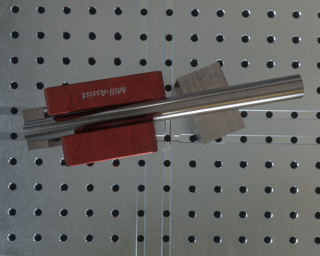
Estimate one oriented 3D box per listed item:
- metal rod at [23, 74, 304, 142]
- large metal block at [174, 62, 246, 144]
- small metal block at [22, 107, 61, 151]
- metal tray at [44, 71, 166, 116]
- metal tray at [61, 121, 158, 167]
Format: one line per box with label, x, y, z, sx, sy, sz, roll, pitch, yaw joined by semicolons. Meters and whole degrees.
metal rod;-0.005;-0.019;0.338;0.301;0.025;0.025;-9;90;9
large metal block;0.057;-0.028;0.386;0.050;0.080;0.080;-23;90;0
small metal block;-0.150;0.001;0.399;0.025;0.050;0.050;-8;90;0
metal tray;-0.061;-0.039;0.379;0.131;0.090;0.030;-9;91;-1
metal tray;-0.050;0.015;0.360;0.091;0.130;0.030;-9;91;-1
